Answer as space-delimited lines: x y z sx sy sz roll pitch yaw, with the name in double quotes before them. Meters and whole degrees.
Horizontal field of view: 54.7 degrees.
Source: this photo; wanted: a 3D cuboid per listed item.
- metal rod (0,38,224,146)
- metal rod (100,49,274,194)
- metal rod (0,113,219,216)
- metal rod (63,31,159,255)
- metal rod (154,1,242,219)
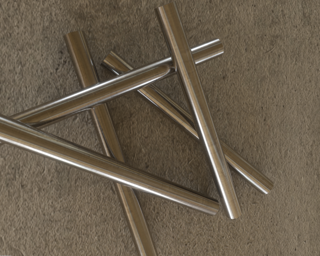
"metal rod" -0.054 -0.046 0.361 0.302 0.025 0.025 -25 99 -18
"metal rod" 0.047 0.001 0.426 0.301 0.025 0.025 38 78 -16
"metal rod" -0.043 0.053 0.363 0.301 0.025 0.025 26 81 -29
"metal rod" -0.058 0.029 0.387 0.025 0.025 0.298 -20 97 -19
"metal rod" 0.056 -0.006 0.394 0.025 0.025 0.299 -29 113 -18
